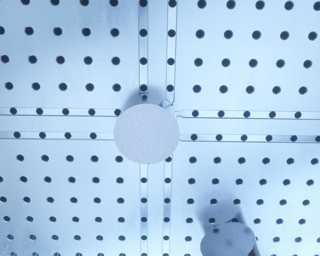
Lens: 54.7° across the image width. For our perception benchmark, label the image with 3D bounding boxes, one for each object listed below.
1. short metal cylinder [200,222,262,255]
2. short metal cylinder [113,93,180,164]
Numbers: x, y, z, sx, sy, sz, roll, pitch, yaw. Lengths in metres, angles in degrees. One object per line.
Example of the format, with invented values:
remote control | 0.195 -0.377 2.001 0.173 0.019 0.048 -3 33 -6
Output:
short metal cylinder | 0.105 0.185 0.453 0.080 0.080 0.050 -20 109 7
short metal cylinder | -0.016 0.000 0.400 0.081 0.050 0.079 0 110 0
